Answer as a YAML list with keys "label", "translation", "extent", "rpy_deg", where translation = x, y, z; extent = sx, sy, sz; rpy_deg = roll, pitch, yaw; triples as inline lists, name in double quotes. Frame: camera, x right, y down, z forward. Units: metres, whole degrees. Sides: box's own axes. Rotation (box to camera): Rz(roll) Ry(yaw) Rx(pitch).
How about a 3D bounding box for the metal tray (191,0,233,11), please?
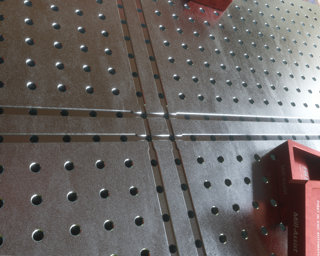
- label: "metal tray"
  translation: [0.097, -0.309, 0.644]
  extent: [0.091, 0.030, 0.130]
  rpy_deg: [8, 58, -24]

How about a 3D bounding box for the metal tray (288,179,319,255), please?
- label: "metal tray"
  translation: [0.212, 0.134, 0.400]
  extent: [0.091, 0.030, 0.129]
  rpy_deg: [7, 81, -19]

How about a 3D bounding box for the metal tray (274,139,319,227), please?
- label: "metal tray"
  translation: [0.223, 0.090, 0.468]
  extent: [0.090, 0.030, 0.130]
  rpy_deg: [20, 54, -16]
